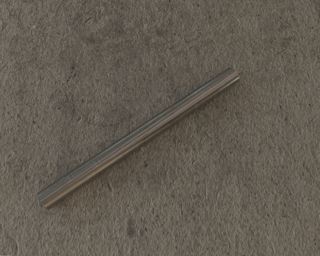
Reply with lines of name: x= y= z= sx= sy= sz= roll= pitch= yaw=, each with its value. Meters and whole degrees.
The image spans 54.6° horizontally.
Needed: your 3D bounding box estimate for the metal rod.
metal rod: x=-0.019 y=0.007 z=0.407 sx=0.301 sy=0.025 sz=0.025 roll=-34 pitch=74 yaw=-12
